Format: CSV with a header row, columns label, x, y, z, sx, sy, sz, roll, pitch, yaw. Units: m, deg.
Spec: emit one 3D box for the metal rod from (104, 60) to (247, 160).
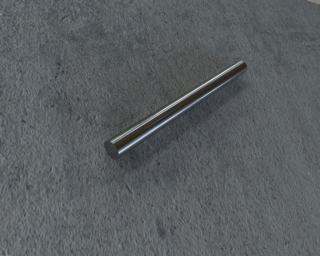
label,x,y,z,sx,sy,sz,roll,pitch,yaw
metal rod,0.043,-0.040,0.450,0.302,0.025,0.025,-34,81,-38
